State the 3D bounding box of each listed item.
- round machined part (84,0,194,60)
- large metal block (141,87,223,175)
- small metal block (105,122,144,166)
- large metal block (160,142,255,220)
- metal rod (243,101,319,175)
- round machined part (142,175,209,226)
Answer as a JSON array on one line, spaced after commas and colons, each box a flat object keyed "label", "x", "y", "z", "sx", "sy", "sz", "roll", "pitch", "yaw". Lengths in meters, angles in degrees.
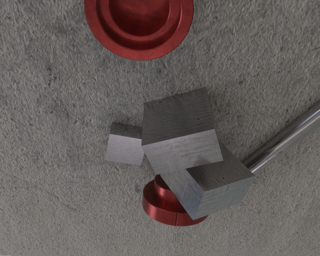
[{"label": "round machined part", "x": -0.019, "y": -0.118, "z": 0.295, "sx": 0.099, "sy": 0.042, "sz": 0.097, "roll": 0, "pitch": 130, "yaw": 0}, {"label": "large metal block", "x": 0.026, "y": 0.002, "z": 0.373, "sx": 0.080, "sy": 0.080, "sz": 0.050, "roll": -14, "pitch": 129, "yaw": 11}, {"label": "small metal block", "x": -0.046, "y": 0.022, "z": 0.426, "sx": 0.050, "sy": 0.025, "sz": 0.050, "roll": 10, "pitch": 130, "yaw": -9}, {"label": "large metal block", "x": 0.059, "y": 0.062, "z": 0.403, "sx": 0.081, "sy": 0.080, "sz": 0.050, "roll": -10, "pitch": 130, "yaw": -30}, {"label": "metal rod", "x": 0.132, "y": 0.061, "z": 0.460, "sx": 0.025, "sy": 0.025, "sz": 0.298, "roll": 28, "pitch": 125, "yaw": -22}, {"label": "round machined part", "x": 0.025, "y": 0.093, "z": 0.443, "sx": 0.099, "sy": 0.098, "sz": 0.042, "roll": 4, "pitch": 109, "yaw": -4}]
